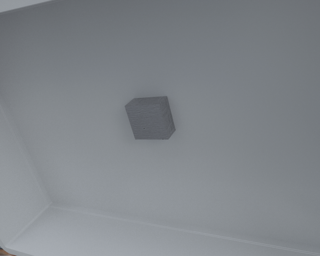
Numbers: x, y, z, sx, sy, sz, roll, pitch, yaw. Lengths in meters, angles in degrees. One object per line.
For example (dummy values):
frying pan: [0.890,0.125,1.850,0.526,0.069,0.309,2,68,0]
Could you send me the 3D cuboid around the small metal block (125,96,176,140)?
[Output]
small metal block: [-0.012,-0.013,0.406,0.050,0.025,0.050,-1,118,28]
